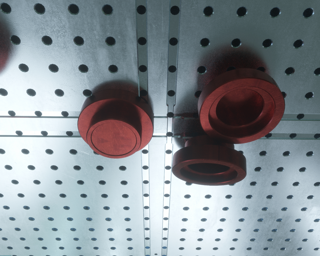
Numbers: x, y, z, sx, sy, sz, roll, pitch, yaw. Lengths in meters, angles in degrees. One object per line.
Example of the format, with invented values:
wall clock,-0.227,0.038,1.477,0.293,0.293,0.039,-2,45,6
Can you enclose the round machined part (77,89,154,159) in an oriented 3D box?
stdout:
round machined part,-0.057,0.002,0.401,0.099,0.042,0.097,0,130,0

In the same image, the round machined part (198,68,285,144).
round machined part,0.095,-0.030,0.376,0.099,0.042,0.097,0,130,0

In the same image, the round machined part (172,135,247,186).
round machined part,0.067,0.043,0.423,0.098,0.042,0.098,5,152,3
